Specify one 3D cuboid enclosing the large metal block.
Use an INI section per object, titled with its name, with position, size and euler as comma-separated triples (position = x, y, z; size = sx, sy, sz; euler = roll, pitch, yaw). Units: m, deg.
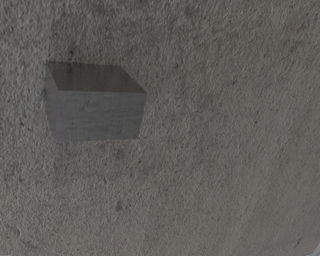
[large metal block]
position = -0.069, -0.029, 0.315
size = 0.081, 0.080, 0.050
euler = -2, 119, -28
